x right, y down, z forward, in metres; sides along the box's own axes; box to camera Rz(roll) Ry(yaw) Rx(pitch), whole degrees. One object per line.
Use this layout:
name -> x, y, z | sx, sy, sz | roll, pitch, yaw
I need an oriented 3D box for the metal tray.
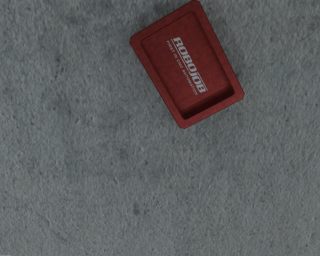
metal tray -> 0.034, -0.075, 0.379 | 0.090, 0.030, 0.130 | -28, 108, 10
